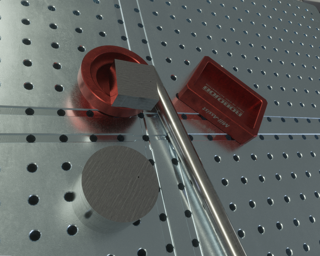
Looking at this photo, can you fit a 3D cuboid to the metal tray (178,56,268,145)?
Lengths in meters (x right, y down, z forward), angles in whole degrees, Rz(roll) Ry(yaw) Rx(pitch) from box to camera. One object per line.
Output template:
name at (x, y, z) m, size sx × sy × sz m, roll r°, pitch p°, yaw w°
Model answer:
metal tray at (0.102, -0.045, 0.489) m, size 0.130 × 0.030 × 0.090 m, roll 36°, pitch 51°, yaw -5°

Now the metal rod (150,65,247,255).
metal rod at (0.041, 0.045, 0.404) m, size 0.025 × 0.025 × 0.299 m, roll -12°, pitch 68°, yaw -34°

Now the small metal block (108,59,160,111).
small metal block at (-0.032, -0.051, 0.369) m, size 0.050 × 0.025 × 0.050 m, roll 5°, pitch 60°, yaw -26°

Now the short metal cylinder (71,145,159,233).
short metal cylinder at (-0.048, 0.065, 0.328) m, size 0.081 × 0.050 × 0.080 m, roll 14°, pitch 56°, yaw -21°

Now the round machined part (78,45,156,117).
round machined part at (-0.057, -0.056, 0.402) m, size 0.099 × 0.042 × 0.098 m, roll 14°, pitch 56°, yaw -21°
